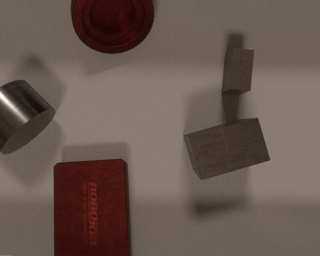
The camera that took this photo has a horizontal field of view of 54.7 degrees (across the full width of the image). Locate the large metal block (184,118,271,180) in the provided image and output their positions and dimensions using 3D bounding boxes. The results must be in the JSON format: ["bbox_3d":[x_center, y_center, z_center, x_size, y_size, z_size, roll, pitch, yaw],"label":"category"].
[{"bbox_3d":[0.078,0.023,0.385,0.080,0.080,0.050,-16,90,0],"label":"large metal block"}]

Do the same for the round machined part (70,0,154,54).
[{"bbox_3d":[-0.060,-0.145,0.384,0.098,0.098,0.042,-20,51,0],"label":"round machined part"}]

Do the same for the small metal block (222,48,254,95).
[{"bbox_3d":[0.099,-0.071,0.400,0.025,0.050,0.050,5,90,0],"label":"small metal block"}]

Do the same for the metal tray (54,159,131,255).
[{"bbox_3d":[-0.086,0.107,0.398,0.091,0.030,0.129,-3,81,-1],"label":"metal tray"}]

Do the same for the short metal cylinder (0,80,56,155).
[{"bbox_3d":[-0.178,-0.013,0.382,0.080,0.080,0.050,-45,91,0],"label":"short metal cylinder"}]
